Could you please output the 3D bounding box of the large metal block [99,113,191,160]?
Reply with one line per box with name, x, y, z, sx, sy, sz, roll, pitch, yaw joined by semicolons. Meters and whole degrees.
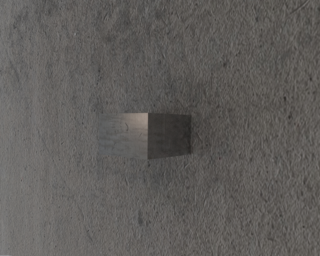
large metal block;-0.018;0.008;0.385;0.080;0.081;0.050;1;91;40
